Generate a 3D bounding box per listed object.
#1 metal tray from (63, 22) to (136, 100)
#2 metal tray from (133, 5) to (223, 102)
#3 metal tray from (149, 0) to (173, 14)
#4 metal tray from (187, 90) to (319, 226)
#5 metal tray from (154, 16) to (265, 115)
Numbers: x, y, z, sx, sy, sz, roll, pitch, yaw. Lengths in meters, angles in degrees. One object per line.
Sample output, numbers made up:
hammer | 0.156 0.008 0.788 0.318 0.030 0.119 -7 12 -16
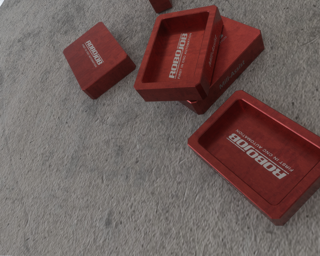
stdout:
metal tray | -0.107 -0.118 0.530 0.090 0.030 0.130 -37 51 3
metal tray | 0.026 -0.098 0.407 0.090 0.030 0.130 1 62 28
metal tray | -0.014 -0.276 0.538 0.030 0.090 0.130 -18 55 18
metal tray | 0.104 0.025 0.330 0.090 0.030 0.130 -45 51 -3
metal tray | 0.065 -0.090 0.422 0.130 0.030 0.090 -47 51 -5
